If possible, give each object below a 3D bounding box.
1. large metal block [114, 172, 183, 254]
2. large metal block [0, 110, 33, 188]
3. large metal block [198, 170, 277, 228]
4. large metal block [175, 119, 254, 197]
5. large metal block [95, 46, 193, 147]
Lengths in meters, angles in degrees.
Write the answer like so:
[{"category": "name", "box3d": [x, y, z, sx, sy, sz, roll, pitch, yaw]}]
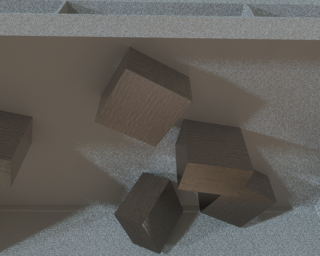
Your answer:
[{"category": "large metal block", "box3d": [-0.013, 0.128, 0.472, 0.050, 0.080, 0.080, 8, 136, 33]}, {"category": "large metal block", "box3d": [-0.215, 0.021, 0.388, 0.081, 0.080, 0.050, 13, 129, -11]}, {"category": "large metal block", "box3d": [0.116, 0.102, 0.481, 0.080, 0.050, 0.080, 26, 126, -20]}, {"category": "large metal block", "box3d": [0.066, 0.038, 0.406, 0.081, 0.080, 0.050, 9, 130, -8]}, {"category": "large metal block", "box3d": [-0.020, -0.034, 0.363, 0.080, 0.050, 0.080, 24, 126, -19]}]
